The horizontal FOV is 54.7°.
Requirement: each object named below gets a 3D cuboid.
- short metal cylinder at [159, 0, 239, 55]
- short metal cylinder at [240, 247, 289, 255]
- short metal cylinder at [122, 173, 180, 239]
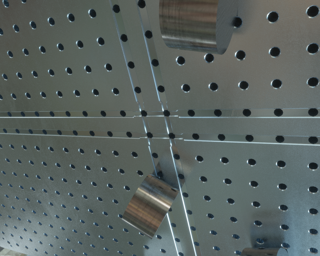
[{"bbox_3d":[0.039,-0.111,0.286,0.050,0.080,0.079,13,124,21],"label":"short metal cylinder"},{"bbox_3d":[0.148,0.207,0.426,0.050,0.080,0.080,-15,111,34],"label":"short metal cylinder"},{"bbox_3d":[-0.013,0.113,0.453,0.050,0.080,0.079,30,128,9],"label":"short metal cylinder"}]
